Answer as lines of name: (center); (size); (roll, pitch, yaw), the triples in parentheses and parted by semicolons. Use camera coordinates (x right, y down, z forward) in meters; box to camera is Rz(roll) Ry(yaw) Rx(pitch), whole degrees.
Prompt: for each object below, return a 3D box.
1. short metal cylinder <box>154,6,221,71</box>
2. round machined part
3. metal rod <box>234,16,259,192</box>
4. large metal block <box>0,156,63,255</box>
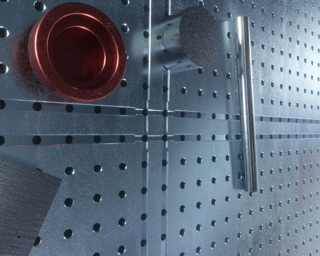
short metal cylinder: (0.038, -0.121, 0.427); (0.081, 0.050, 0.079); (0, 90, -40)
round machined part: (-0.088, -0.076, 0.325); (0.099, 0.042, 0.097); (0, 90, -40)
metal rod: (0.150, -0.038, 0.537); (0.025, 0.025, 0.298); (-8, 95, -40)
large metal block: (-0.147, 0.066, 0.271); (0.080, 0.050, 0.080); (32, 70, -36)
